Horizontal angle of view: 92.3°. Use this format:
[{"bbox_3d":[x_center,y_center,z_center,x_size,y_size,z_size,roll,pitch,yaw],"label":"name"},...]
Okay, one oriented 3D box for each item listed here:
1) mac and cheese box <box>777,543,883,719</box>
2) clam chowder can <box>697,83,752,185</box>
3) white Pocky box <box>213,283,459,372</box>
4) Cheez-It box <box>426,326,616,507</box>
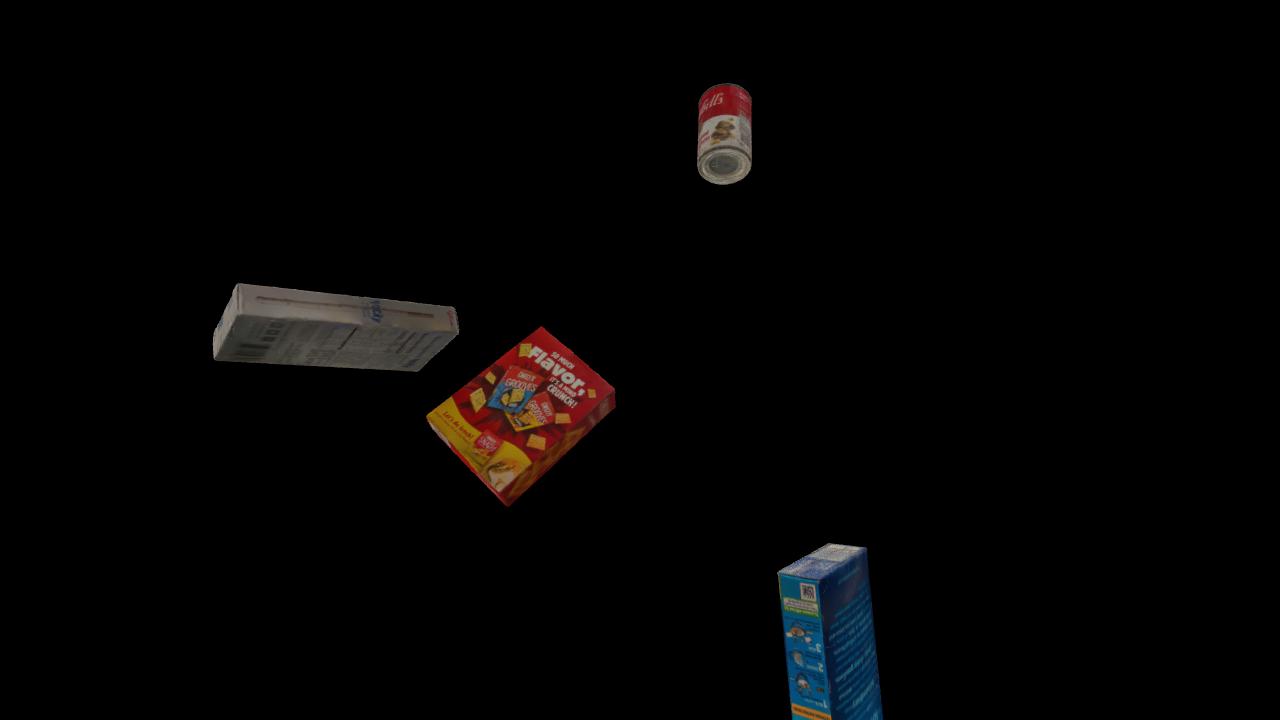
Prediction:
[{"bbox_3d":[0.153,0.247,0.482,0.041,0.184,0.093,-6,-2,41],"label":"mac and cheese box"},{"bbox_3d":[0.105,-0.279,0.763,0.068,0.102,0.068,3,-23,1],"label":"clam chowder can"},{"bbox_3d":[-0.228,-0.020,0.471,0.154,0.028,0.084,4,-26,-44],"label":"white Pocky box"},{"bbox_3d":[-0.169,0.076,0.905,0.166,0.223,0.071,39,-24,20],"label":"Cheez-It box"}]
